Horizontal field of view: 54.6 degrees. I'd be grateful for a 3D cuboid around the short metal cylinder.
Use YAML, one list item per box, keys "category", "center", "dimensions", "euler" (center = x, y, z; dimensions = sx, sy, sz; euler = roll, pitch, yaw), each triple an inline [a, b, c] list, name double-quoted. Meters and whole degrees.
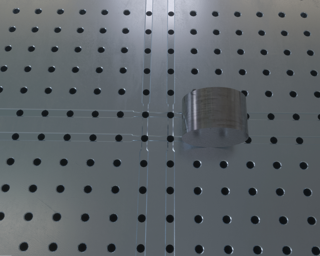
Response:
- category: "short metal cylinder"
  center: [0.068, -0.011, 0.387]
  dimensions: [0.080, 0.080, 0.050]
  euler: [1, 70, 0]
